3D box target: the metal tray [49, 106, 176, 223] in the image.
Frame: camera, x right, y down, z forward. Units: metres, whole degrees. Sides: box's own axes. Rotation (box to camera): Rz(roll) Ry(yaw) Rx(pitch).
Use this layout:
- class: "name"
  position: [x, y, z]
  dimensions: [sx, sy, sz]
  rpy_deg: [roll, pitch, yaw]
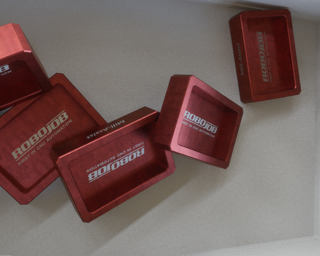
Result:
- class: "metal tray"
  position: [-0.050, 0.040, 0.368]
  dimensions: [0.131, 0.030, 0.089]
  rpy_deg: [-27, 118, -24]

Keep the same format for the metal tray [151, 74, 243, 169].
- class: "metal tray"
  position: [0.054, -0.004, 0.398]
  dimensions: [0.131, 0.030, 0.090]
  rpy_deg: [22, 82, -45]

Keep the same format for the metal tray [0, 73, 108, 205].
- class: "metal tray"
  position: [-0.136, 0.011, 0.357]
  dimensions: [0.130, 0.030, 0.090]
  rpy_deg: [-43, 104, -15]

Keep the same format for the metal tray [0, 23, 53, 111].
- class: "metal tray"
  position: [-0.177, -0.039, 0.288]
  dimensions: [0.131, 0.090, 0.030]
  rpy_deg: [-25, 79, -12]

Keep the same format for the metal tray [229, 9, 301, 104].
- class: "metal tray"
  position: [0.159, -0.107, 0.465]
  dimensions: [0.091, 0.030, 0.129]
  rpy_deg: [-11, 94, -20]
